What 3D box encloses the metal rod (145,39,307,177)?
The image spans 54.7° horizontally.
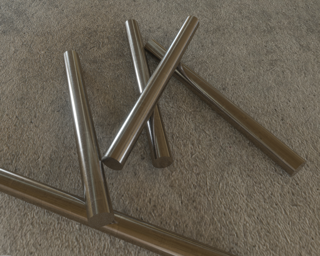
[{"bbox_3d":[0.074,-0.044,0.441,0.025,0.025,0.300,-30,56,-23],"label":"metal rod"}]

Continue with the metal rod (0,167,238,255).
[{"bbox_3d":[-0.054,0.096,0.321,0.301,0.025,0.025,17,52,13],"label":"metal rod"}]

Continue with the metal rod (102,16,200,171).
[{"bbox_3d":[0.001,-0.069,0.427,0.025,0.025,0.301,16,52,13],"label":"metal rod"}]

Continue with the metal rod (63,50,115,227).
[{"bbox_3d":[-0.099,-0.013,0.395,0.025,0.025,0.300,-13,46,-11],"label":"metal rod"}]

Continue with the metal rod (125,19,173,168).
[{"bbox_3d":[-0.024,-0.072,0.463,0.025,0.025,0.300,-8,51,-7],"label":"metal rod"}]
